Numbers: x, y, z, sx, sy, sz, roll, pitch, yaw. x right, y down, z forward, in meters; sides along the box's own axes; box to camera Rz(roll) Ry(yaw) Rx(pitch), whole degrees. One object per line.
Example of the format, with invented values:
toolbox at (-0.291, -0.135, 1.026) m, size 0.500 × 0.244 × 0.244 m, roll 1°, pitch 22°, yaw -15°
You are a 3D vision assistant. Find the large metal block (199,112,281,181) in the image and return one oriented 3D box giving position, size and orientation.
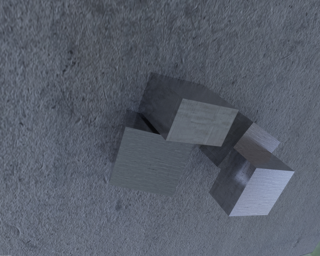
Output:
large metal block at (0.122, 0.027, 0.473) m, size 0.080 × 0.050 × 0.080 m, roll 29°, pitch 103°, yaw -38°

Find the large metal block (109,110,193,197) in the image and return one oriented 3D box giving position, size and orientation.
large metal block at (-0.013, 0.032, 0.386) m, size 0.081 × 0.050 × 0.079 m, roll 14°, pitch 113°, yaw -11°

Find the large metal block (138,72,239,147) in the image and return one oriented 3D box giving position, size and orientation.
large metal block at (0.032, -0.023, 0.374) m, size 0.081 × 0.080 × 0.050 m, roll 8°, pitch 114°, yaw -32°

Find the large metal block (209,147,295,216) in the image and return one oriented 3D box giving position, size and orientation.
large metal block at (0.131, 0.078, 0.445) m, size 0.081 × 0.050 × 0.079 m, roll 9°, pitch 114°, yaw -32°
